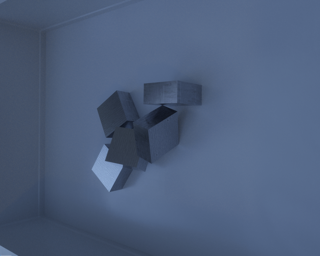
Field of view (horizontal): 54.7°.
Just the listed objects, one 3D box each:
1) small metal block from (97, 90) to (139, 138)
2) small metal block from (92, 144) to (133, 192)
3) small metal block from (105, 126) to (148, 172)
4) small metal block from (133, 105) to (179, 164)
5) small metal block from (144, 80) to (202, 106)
[{"bbox_3d":[-0.062,-0.019,0.453,0.050,0.025,0.050,-36,64,34],"label":"small metal block"},{"bbox_3d":[-0.070,0.058,0.462,0.050,0.025,0.050,43,116,31],"label":"small metal block"},{"bbox_3d":[-0.040,0.028,0.421,0.050,0.025,0.050,8,73,27],"label":"small metal block"},{"bbox_3d":[-0.003,0.007,0.380,0.025,0.050,0.050,25,134,37],"label":"small metal block"},{"bbox_3d":[0.016,-0.041,0.376,0.050,0.050,0.025,2,91,39],"label":"small metal block"}]
